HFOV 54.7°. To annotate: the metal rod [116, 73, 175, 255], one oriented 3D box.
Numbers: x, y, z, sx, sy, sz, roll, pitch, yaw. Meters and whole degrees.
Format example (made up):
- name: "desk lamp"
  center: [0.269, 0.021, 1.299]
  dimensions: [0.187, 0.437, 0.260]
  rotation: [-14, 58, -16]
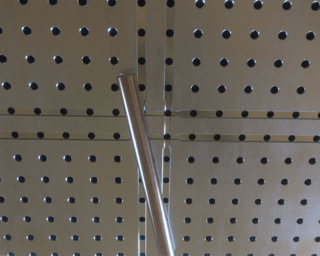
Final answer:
- name: "metal rod"
  center: [-0.015, 0.071, 0.439]
  dimensions: [0.025, 0.025, 0.298]
  rotation: [-10, 110, 3]
